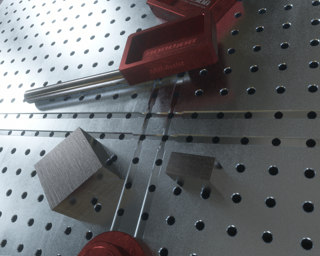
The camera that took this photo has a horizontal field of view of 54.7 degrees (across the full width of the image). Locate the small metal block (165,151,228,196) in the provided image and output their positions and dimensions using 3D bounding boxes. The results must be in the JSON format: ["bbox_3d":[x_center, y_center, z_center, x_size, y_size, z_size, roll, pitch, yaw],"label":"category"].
[{"bbox_3d":[0.041,0.050,0.339,0.050,0.050,0.025,5,65,30],"label":"small metal block"}]

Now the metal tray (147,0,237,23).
[{"bbox_3d":[0.051,-0.212,0.506,0.090,0.030,0.130,-48,52,-6],"label":"metal tray"}]

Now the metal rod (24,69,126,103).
[{"bbox_3d":[-0.101,-0.075,0.505,0.301,0.025,0.025,-8,58,23],"label":"metal rod"}]

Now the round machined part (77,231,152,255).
[{"bbox_3d":[-0.057,0.159,0.328,0.098,0.042,0.098,-13,56,20],"label":"round machined part"}]

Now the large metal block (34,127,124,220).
[{"bbox_3d":[-0.108,0.059,0.411,0.080,0.050,0.080,-41,51,0],"label":"large metal block"}]

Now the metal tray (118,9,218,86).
[{"bbox_3d":[0.013,-0.113,0.434,0.130,0.030,0.090,-12,46,20],"label":"metal tray"}]
